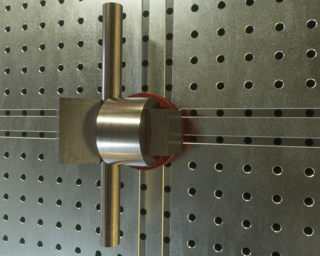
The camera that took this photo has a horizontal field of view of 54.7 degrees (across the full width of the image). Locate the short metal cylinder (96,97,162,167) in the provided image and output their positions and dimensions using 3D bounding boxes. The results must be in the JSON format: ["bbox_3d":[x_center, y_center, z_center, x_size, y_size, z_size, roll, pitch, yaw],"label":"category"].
[{"bbox_3d":[-0.032,0.004,0.361,0.050,0.080,0.079,1,90,20],"label":"short metal cylinder"}]

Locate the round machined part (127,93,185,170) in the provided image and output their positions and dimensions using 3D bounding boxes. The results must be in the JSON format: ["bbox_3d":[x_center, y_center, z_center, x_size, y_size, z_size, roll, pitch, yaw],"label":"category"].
[{"bbox_3d":[-0.015,0.004,0.407,0.098,0.042,0.097,0,90,19],"label":"round machined part"}]

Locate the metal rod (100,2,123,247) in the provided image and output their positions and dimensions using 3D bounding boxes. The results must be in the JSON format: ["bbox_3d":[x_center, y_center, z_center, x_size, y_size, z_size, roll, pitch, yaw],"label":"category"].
[{"bbox_3d":[-0.061,-0.004,0.389,0.025,0.025,0.298,1,90,19],"label":"metal rod"}]

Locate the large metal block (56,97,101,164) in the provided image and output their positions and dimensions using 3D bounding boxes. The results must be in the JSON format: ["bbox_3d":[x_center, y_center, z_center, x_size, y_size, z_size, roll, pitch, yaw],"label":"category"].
[{"bbox_3d":[-0.111,0.003,0.415,0.050,0.080,0.079,1,90,-21],"label":"large metal block"}]

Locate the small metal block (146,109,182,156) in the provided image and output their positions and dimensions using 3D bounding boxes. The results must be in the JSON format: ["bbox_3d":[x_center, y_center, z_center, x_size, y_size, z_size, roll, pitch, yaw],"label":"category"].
[{"bbox_3d":[0.006,0.004,0.352,0.025,0.050,0.050,1,91,20],"label":"small metal block"}]
